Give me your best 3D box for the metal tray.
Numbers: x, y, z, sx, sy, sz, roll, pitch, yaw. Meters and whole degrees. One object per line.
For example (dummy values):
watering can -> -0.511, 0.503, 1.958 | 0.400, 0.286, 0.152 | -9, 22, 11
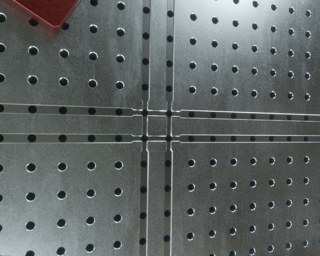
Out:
metal tray -> -0.126, -0.190, 0.363 | 0.090, 0.030, 0.130 | 33, 79, -17
